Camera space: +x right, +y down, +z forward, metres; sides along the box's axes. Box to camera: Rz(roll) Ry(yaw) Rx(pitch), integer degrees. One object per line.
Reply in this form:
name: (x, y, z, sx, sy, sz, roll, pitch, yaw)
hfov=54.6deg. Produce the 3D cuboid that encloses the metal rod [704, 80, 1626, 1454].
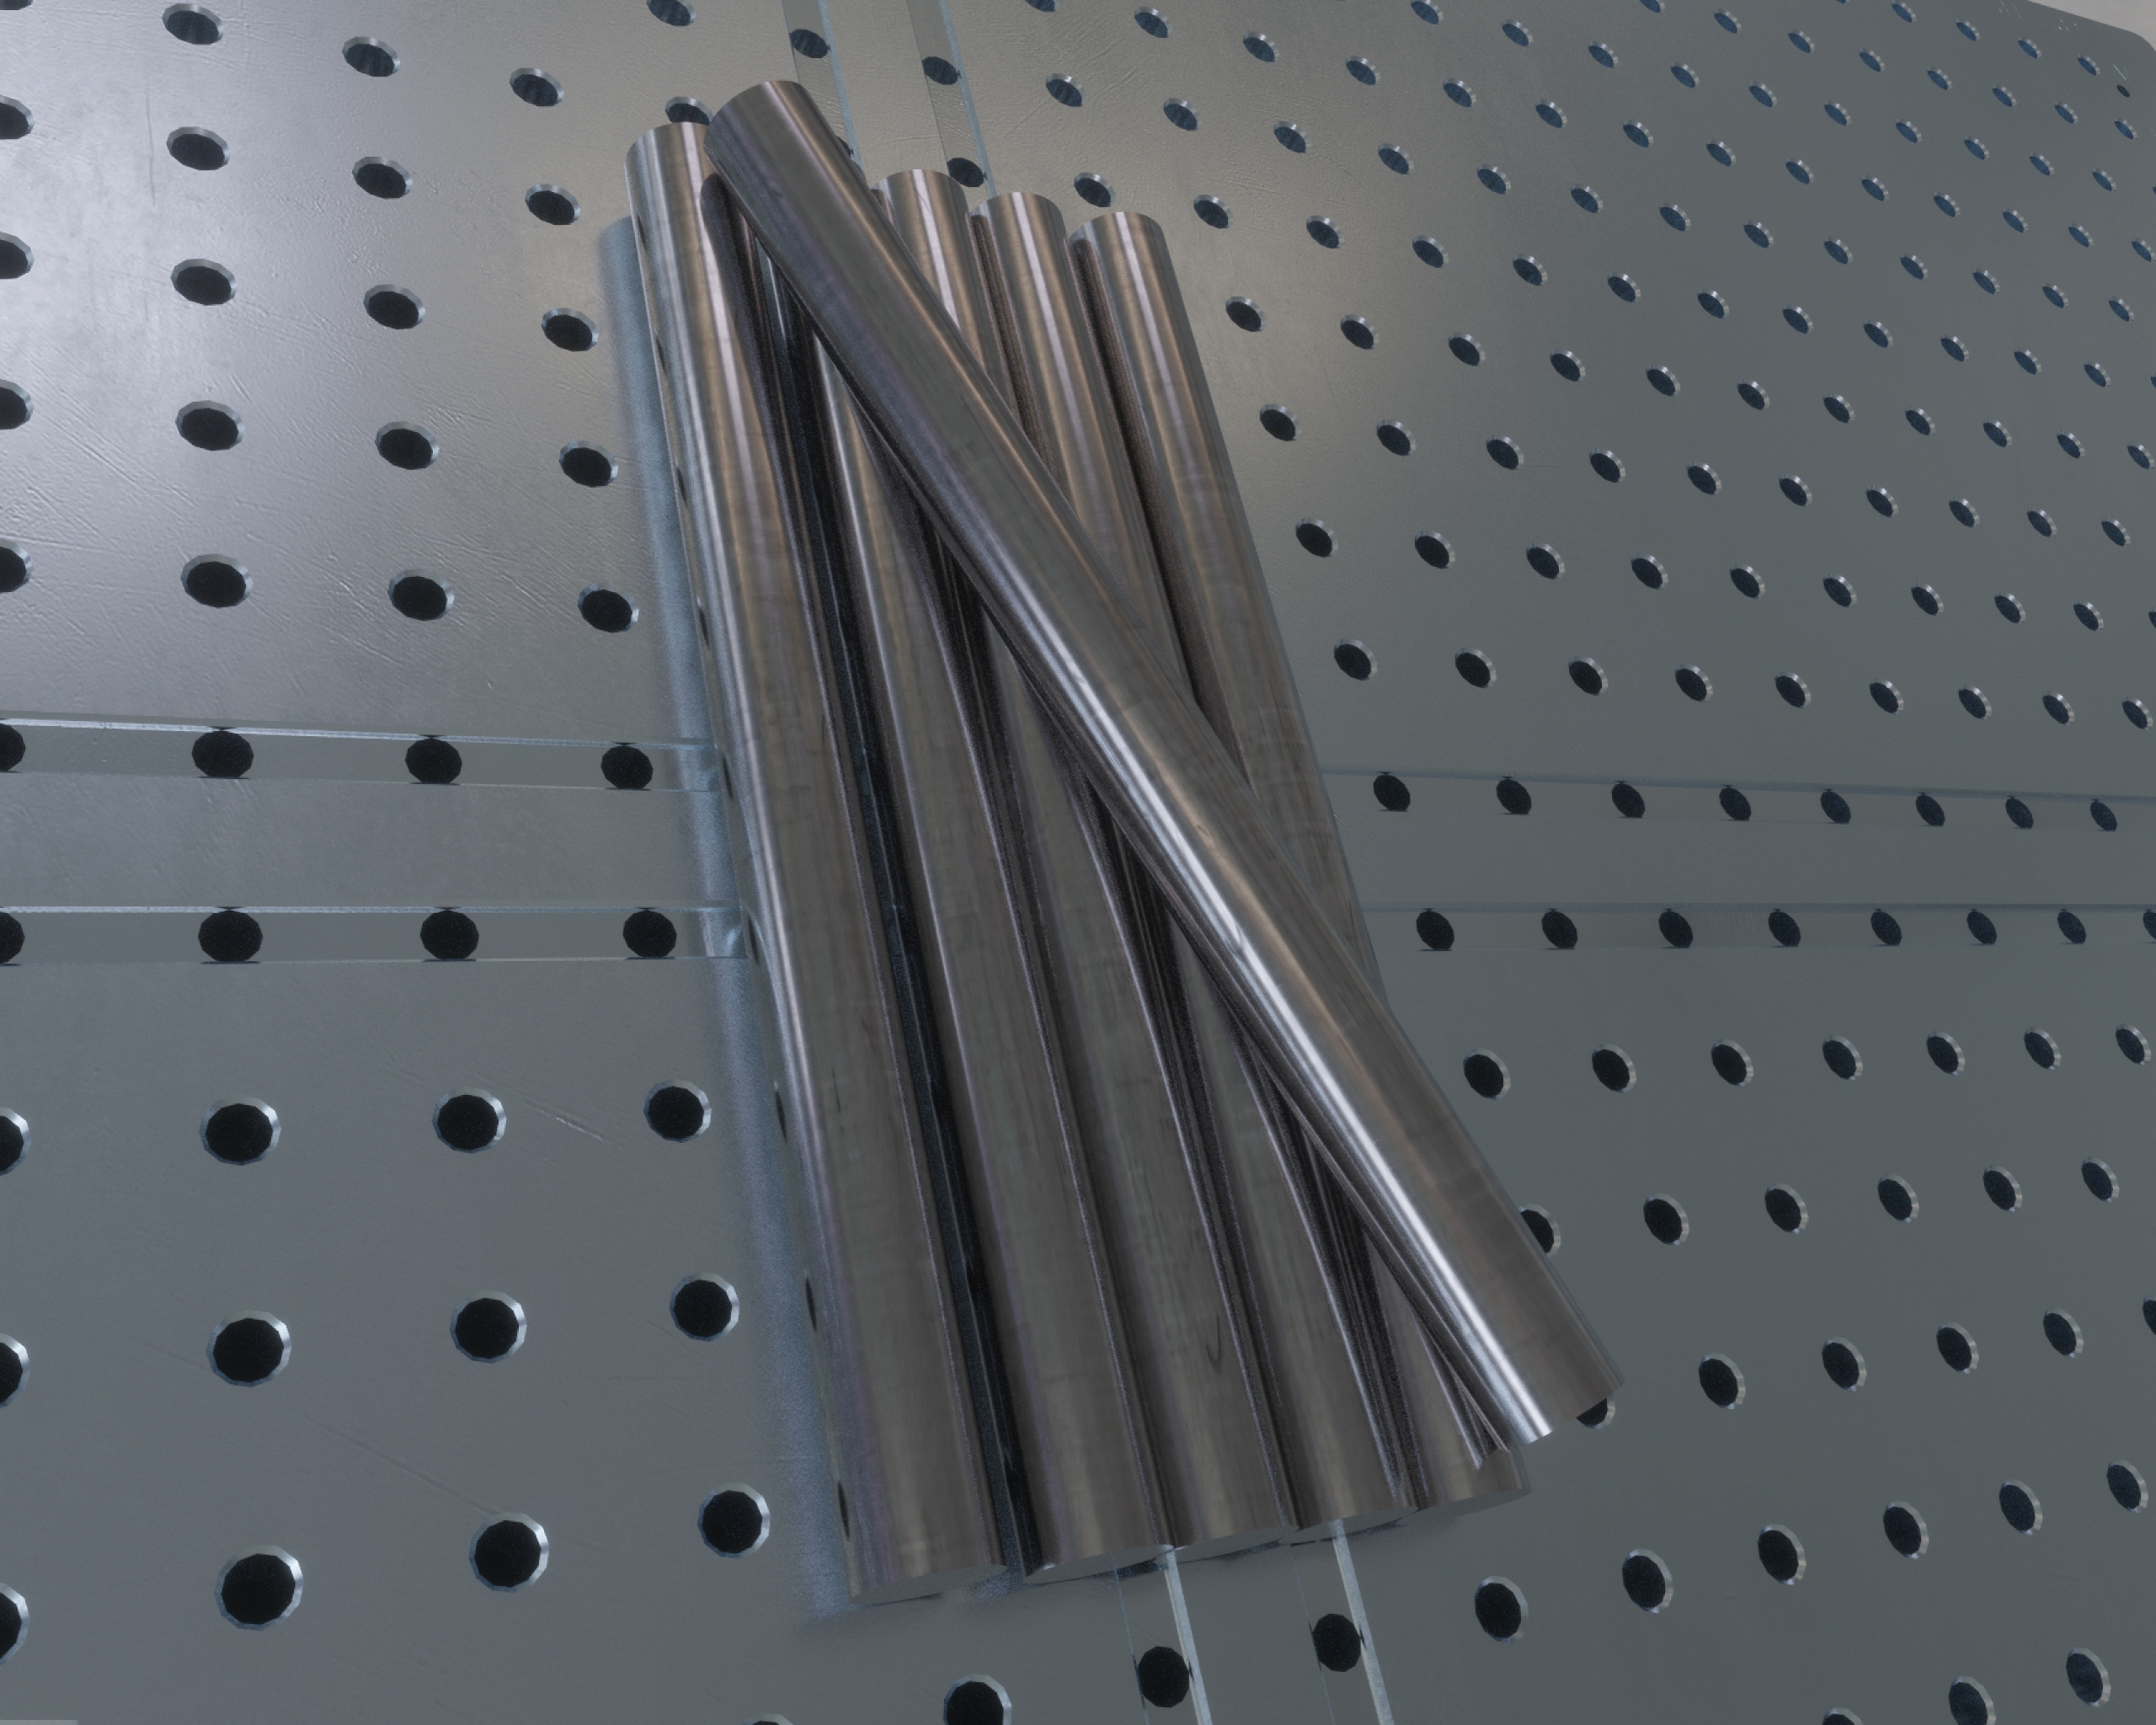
metal rod: (0.009, -0.028, 0.397, 0.025, 0.025, 0.299, -21, 73, -36)

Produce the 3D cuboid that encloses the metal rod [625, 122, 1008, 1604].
metal rod: (-0.054, -0.019, 0.389, 0.025, 0.025, 0.299, 1, 61, -28)

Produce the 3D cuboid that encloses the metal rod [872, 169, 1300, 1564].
metal rod: (-0.006, -0.017, 0.414, 0.025, 0.025, 0.299, 1, 61, -28)

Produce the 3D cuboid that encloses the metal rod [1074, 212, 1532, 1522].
metal rod: (0.039, -0.016, 0.439, 0.025, 0.025, 0.299, 1, 61, -28)

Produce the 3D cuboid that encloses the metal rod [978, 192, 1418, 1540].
metal rod: (0.016, -0.016, 0.427, 0.025, 0.025, 0.299, 1, 61, -28)

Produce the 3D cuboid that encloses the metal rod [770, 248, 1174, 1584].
metal rod: (-0.028, -0.018, 0.402, 0.025, 0.025, 0.299, 1, 61, -28)
